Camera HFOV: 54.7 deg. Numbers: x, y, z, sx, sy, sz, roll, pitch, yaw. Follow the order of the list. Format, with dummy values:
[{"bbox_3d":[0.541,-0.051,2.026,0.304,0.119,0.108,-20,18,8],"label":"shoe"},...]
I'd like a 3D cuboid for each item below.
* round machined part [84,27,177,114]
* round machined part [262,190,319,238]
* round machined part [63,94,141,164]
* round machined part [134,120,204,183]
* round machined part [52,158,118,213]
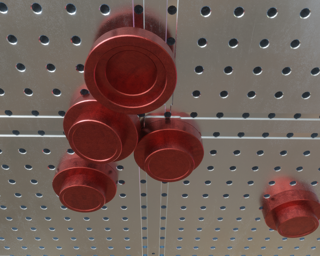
[{"bbox_3d":[-0.031,-0.066,0.344,0.099,0.042,0.097,-1,130,0],"label":"round machined part"},{"bbox_3d":[0.232,0.154,0.535,0.099,0.042,0.097,-1,130,0],"label":"round machined part"},{"bbox_3d":[-0.077,0.007,0.394,0.099,0.042,0.097,5,125,7],"label":"round machined part"},{"bbox_3d":[0.013,0.039,0.434,0.099,0.042,0.097,-1,130,0],"label":"round machined part"},{"bbox_3d":[-0.116,0.094,0.479,0.099,0.042,0.097,-1,130,0],"label":"round machined part"}]
